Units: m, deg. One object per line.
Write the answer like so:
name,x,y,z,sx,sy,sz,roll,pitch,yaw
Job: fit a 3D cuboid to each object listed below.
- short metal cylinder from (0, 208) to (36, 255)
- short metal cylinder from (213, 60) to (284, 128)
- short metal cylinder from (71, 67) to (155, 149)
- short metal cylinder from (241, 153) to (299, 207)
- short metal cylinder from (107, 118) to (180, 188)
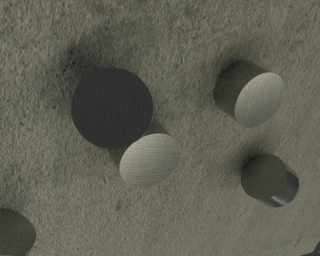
short metal cylinder,-0.190,0.138,0.352,0.081,0.080,0.050,14,111,-34
short metal cylinder,0.122,-0.047,0.428,0.081,0.050,0.079,-14,124,-21
short metal cylinder,-0.046,-0.020,0.327,0.080,0.050,0.080,0,90,1
short metal cylinder,0.187,0.089,0.528,0.050,0.080,0.080,33,100,-38
short metal cylinder,-0.021,0.029,0.397,0.081,0.050,0.079,-14,124,-21
